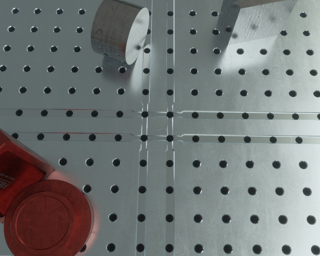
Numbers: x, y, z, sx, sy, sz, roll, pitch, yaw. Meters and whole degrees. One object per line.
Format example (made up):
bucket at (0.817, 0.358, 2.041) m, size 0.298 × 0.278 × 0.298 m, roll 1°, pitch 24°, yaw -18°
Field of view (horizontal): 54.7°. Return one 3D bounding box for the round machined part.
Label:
round machined part at (-0.129, 0.108, 0.357) m, size 0.099 × 0.042 × 0.098 m, roll 1°, pitch 74°, yaw -5°

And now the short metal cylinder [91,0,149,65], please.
short metal cylinder at (-0.054, -0.135, 0.431) m, size 0.050 × 0.080 × 0.080 m, roll 21°, pitch 71°, yaw 7°

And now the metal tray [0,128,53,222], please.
metal tray at (-0.178, 0.055, 0.334) m, size 0.030 × 0.130 × 0.090 m, roll 39°, pitch 75°, yaw 13°

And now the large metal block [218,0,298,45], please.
large metal block at (0.137, -0.171, 0.446) m, size 0.081 × 0.080 × 0.050 m, roll -12°, pitch 71°, yaw -5°
